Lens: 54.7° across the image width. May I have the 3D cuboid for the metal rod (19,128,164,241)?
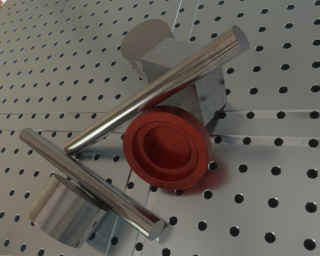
[{"bbox_3d":[-0.114,0.062,0.429,0.300,0.025,0.025,25,75,36],"label":"metal rod"}]

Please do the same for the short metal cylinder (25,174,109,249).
[{"bbox_3d":[-0.109,0.098,0.371,0.080,0.080,0.050,27,76,37],"label":"short metal cylinder"}]

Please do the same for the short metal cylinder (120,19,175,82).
[{"bbox_3d":[-0.012,-0.117,0.471,0.080,0.050,0.080,-13,56,21],"label":"short metal cylinder"}]

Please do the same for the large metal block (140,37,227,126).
[{"bbox_3d":[0.032,-0.058,0.385,0.080,0.080,0.050,25,59,36],"label":"large metal block"}]

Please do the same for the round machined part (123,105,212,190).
[{"bbox_3d":[0.011,0.019,0.357,0.098,0.097,0.042,-9,21,23],"label":"round machined part"}]

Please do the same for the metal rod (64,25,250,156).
[{"bbox_3d":[-0.030,-0.025,0.367,0.299,0.025,0.025,-28,48,40],"label":"metal rod"}]
